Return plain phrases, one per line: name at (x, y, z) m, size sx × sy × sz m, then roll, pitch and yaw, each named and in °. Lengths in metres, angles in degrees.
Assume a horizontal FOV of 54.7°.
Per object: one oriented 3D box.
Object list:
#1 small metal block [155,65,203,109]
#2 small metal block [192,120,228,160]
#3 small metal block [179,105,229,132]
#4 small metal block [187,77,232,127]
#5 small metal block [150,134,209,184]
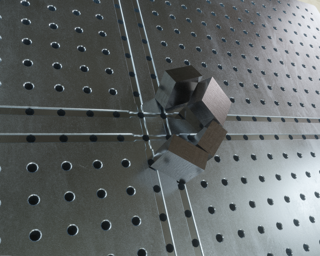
small metal block at (0.026, -0.058, 0.440) m, size 0.050 × 0.050 × 0.025 m, roll -19°, pitch 57°, yaw -35°
small metal block at (0.057, 0.024, 0.410) m, size 0.025 × 0.050 × 0.050 m, roll 40°, pitch 51°, yaw -2°
small metal block at (0.065, -0.023, 0.459) m, size 0.050 × 0.025 × 0.050 m, roll 46°, pitch 51°, yaw 3°
small metal block at (0.069, -0.033, 0.425) m, size 0.050 × 0.025 × 0.050 m, roll 48°, pitch 48°, yaw -24°
small metal block at (0.024, 0.040, 0.382) m, size 0.050 × 0.050 × 0.025 m, roll 29°, pitch 52°, yaw -10°
